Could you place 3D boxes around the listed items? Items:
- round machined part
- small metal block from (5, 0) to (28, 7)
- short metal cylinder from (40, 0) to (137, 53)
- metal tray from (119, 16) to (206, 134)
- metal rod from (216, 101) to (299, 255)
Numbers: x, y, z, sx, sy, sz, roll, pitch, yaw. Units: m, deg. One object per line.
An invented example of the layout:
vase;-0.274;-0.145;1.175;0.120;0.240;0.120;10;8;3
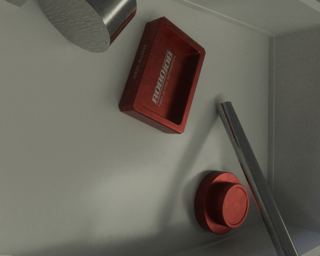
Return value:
round machined part;0.103;0.118;0.485;0.099;0.042;0.097;0;90;-40
small metal block;-0.145;-0.149;0.286;0.050;0.025;0.050;18;79;-39
short metal cylinder;-0.071;-0.123;0.312;0.080;0.080;0.050;46;62;-31
metal tray;0.007;-0.067;0.411;0.090;0.030;0.130;27;73;-37
metal rod;0.144;0.094;0.438;0.025;0.025;0.299;5;58;-40
